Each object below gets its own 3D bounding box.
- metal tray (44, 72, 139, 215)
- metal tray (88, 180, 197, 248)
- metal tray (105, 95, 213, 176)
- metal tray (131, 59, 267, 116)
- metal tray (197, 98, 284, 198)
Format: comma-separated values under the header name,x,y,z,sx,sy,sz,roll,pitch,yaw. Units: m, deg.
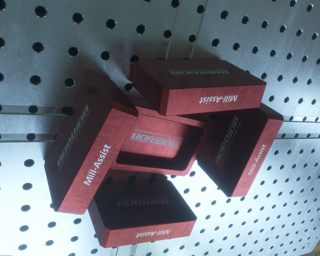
name,x,y,z,sx,sy,sz,roll,pitch,yaw
metal tray,-0.080,0.015,0.334,0.030,0.090,0.129,20,108,-35
metal tray,-0.027,0.111,0.423,0.131,0.090,0.030,4,117,-30
metal tray,-0.002,0.015,0.414,0.131,0.030,0.089,12,112,-34
metal tray,0.043,-0.051,0.360,0.131,0.090,0.030,-6,121,-25
metal tray,0.107,0.021,0.439,0.030,0.090,0.129,4,116,-31
